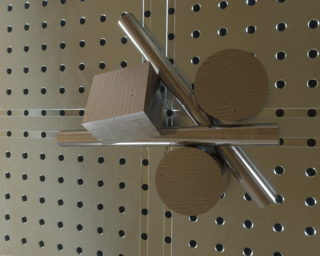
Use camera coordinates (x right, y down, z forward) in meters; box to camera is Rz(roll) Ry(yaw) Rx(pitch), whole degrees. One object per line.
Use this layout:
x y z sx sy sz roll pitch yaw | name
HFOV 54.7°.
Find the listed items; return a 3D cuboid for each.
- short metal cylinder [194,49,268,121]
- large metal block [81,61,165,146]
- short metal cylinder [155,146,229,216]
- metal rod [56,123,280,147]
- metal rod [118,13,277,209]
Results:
0.086 -0.048 0.366 0.080 0.050 0.079 0 90 20 | short metal cylinder
-0.043 -0.030 0.391 0.080 0.050 0.080 -10 52 20 | large metal block
0.041 0.062 0.381 0.080 0.050 0.079 0 90 20 | short metal cylinder
-0.009 0.011 0.394 0.301 0.025 0.025 -2 90 26 | metal rod
0.040 -0.030 0.395 0.025 0.025 0.299 -40 78 16 | metal rod
